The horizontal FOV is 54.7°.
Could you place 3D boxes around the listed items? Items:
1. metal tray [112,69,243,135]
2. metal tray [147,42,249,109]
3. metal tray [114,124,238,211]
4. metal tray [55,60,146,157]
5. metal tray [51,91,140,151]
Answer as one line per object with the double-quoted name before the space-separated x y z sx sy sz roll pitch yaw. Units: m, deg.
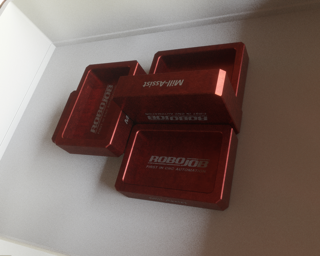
"metal tray" 0.022 -0.026 0.365 0.130 0.090 0.030 1 63 28
"metal tray" 0.046 -0.065 0.416 0.130 0.030 0.090 1 62 28
"metal tray" 0.019 0.041 0.364 0.130 0.030 0.090 1 62 28
"metal tray" -0.077 -0.028 0.417 0.090 0.030 0.130 1 62 28
"metal tray" -0.086 -0.012 0.449 0.130 0.030 0.090 1 62 28
